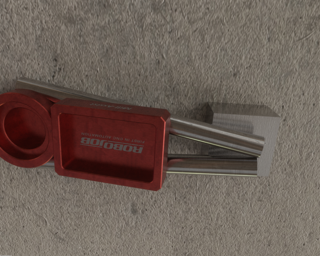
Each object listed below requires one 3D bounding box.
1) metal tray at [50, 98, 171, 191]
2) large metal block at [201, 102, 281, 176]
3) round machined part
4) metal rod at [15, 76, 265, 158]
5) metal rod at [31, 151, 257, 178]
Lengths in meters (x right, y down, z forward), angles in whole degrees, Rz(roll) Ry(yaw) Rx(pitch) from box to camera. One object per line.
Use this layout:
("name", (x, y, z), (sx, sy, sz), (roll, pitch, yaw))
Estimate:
("metal tray", (-0.057, 0.018, 0.359), (0.131, 0.030, 0.089), (7, 110, 10))
("large metal block", (0.101, 0.013, 0.402), (0.081, 0.050, 0.079), (4, 110, -2))
("round machined part", (-0.166, -0.002, 0.393), (0.098, 0.042, 0.097), (3, 110, 9))
("metal rod", (-0.030, -0.015, 0.370), (0.301, 0.025, 0.025), (15, 110, 8))
("metal rod", (-0.035, 0.044, 0.392), (0.301, 0.025, 0.025), (1, 111, 13))
